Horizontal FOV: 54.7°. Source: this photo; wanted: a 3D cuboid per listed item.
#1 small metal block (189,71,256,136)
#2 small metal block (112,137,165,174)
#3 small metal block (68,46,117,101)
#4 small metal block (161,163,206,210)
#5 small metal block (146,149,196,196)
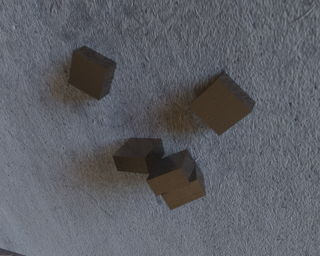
[{"bbox_3d":[0.070,-0.027,0.353,0.050,0.025,0.050,44,129,-3],"label":"small metal block"},{"bbox_3d":[-0.028,0.037,0.429,0.050,0.050,0.025,1,118,28],"label":"small metal block"},{"bbox_3d":[-0.090,-0.072,0.409,0.050,0.025,0.050,30,128,9],"label":"small metal block"},{"bbox_3d":[0.031,0.076,0.411,0.050,0.050,0.025,-26,106,13],"label":"small metal block"},{"bbox_3d":[0.016,0.057,0.404,0.050,0.050,0.025,-24,106,23],"label":"small metal block"}]
